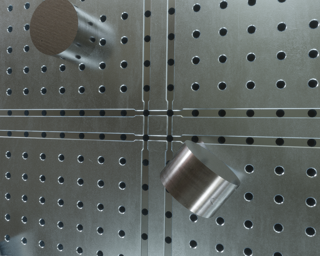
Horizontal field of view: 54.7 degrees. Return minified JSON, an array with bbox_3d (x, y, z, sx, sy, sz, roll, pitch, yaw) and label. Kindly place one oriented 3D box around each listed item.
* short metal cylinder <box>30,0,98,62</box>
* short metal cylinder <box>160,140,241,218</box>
[{"bbox_3d":[-0.138,-0.140,0.448,0.080,0.050,0.079,0,90,20],"label":"short metal cylinder"},{"bbox_3d":[0.047,0.059,0.367,0.080,0.080,0.050,40,103,15],"label":"short metal cylinder"}]
